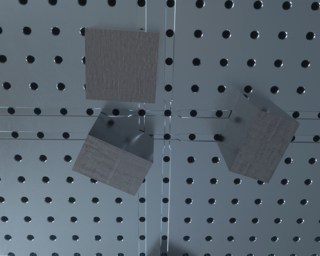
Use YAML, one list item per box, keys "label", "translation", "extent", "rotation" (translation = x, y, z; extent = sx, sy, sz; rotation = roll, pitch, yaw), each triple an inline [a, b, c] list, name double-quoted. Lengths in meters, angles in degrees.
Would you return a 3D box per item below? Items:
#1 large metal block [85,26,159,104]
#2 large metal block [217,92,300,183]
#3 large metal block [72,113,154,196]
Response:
- label: "large metal block"
  translation: [-0.043, -0.077, 0.371]
  extent: [0.081, 0.050, 0.079]
  rotation: [3, 110, -2]
- label: "large metal block"
  translation: [0.118, 0.009, 0.389]
  extent: [0.050, 0.080, 0.079]
  rotation: [18, 109, -7]
- label: "large metal block"
  translation: [-0.055, 0.031, 0.395]
  extent: [0.080, 0.080, 0.050]
  rotation: [25, 108, -9]
